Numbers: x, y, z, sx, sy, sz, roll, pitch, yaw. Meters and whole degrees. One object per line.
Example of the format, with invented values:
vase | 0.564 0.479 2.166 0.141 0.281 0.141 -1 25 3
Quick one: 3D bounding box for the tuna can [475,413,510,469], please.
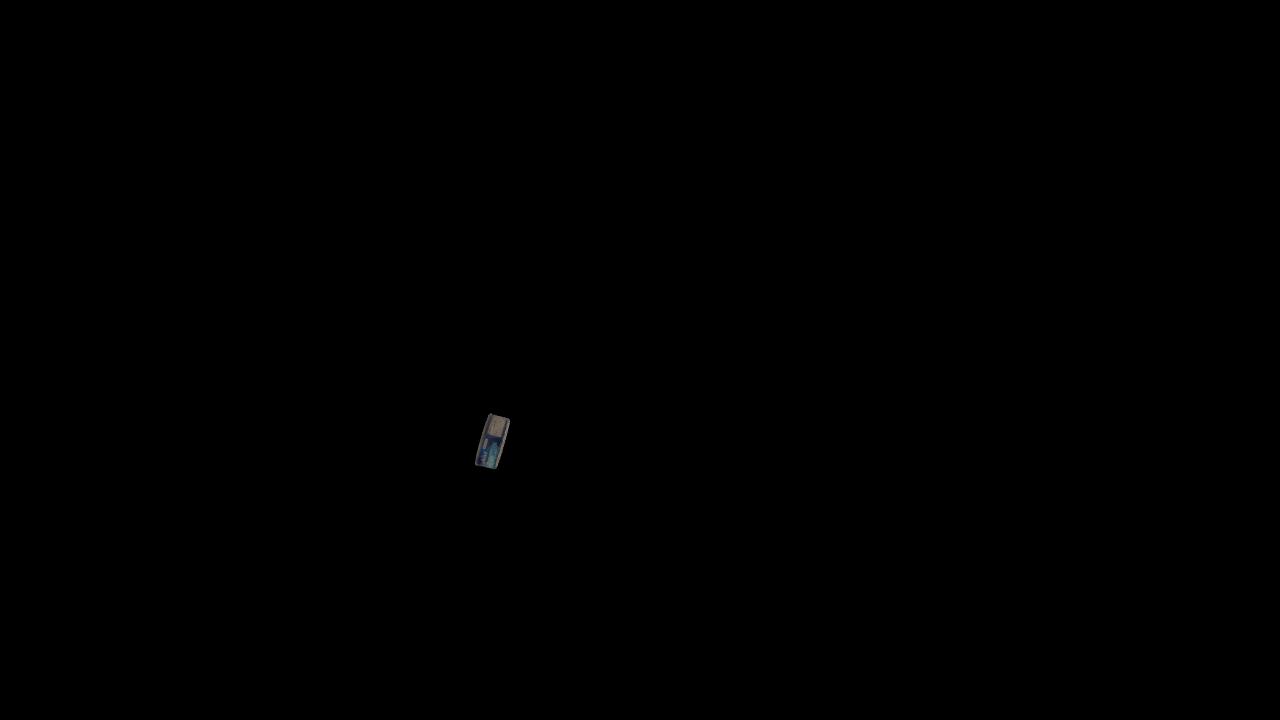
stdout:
tuna can | -0.232 0.129 0.971 0.034 0.084 0.084 16 -2 -8
